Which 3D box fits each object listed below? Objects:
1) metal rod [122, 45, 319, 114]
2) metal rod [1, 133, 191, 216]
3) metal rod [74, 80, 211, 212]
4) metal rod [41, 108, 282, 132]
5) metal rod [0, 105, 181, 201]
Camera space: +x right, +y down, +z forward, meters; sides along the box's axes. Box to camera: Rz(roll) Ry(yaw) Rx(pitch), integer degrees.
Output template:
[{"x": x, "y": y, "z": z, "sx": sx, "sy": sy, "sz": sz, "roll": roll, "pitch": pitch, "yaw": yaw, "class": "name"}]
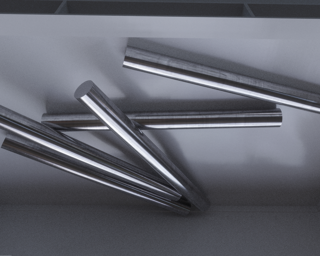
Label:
[{"x": 0.107, "y": -0.049, "z": 0.368, "sx": 0.302, "sy": 0.025, "sz": 0.025, "roll": 12, "pitch": 129, "yaw": -10, "class": "metal rod"}, {"x": -0.082, "y": 0.076, "z": 0.472, "sx": 0.302, "sy": 0.025, "sz": 0.025, "roll": 25, "pitch": 126, "yaw": -21, "class": "metal rod"}, {"x": -0.004, "y": 0.044, "z": 0.422, "sx": 0.025, "sy": 0.025, "sz": 0.300, "roll": -25, "pitch": 134, "yaw": 19, "class": "metal rod"}, {"x": 0.002, "y": -0.010, "z": 0.400, "sx": 0.302, "sy": 0.025, "sz": 0.025, "roll": -1, "pitch": 130, "yaw": 0, "class": "metal rod"}, {"x": -0.084, "y": 0.042, "z": 0.421, "sx": 0.301, "sy": 0.025, "sz": 0.025, "roll": 30, "pitch": 124, "yaw": -31, "class": "metal rod"}]
